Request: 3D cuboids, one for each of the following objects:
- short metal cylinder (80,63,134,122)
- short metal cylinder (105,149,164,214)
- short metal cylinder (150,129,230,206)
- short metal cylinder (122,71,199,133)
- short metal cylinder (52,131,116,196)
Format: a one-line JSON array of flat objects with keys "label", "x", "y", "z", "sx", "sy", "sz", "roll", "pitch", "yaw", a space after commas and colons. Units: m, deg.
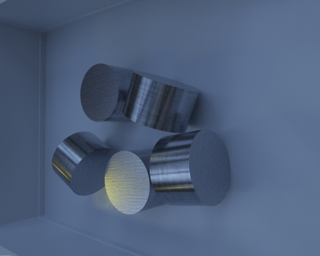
[{"label": "short metal cylinder", "x": -0.068, "y": -0.048, "z": 0.442, "sx": 0.080, "sy": 0.050, "sz": 0.079, "roll": 0, "pitch": 90, "yaw": 39}, {"label": "short metal cylinder", "x": -0.027, "y": 0.068, "z": 0.408, "sx": 0.080, "sy": 0.050, "sz": 0.079, "roll": 0, "pitch": 90, "yaw": 39}, {"label": "short metal cylinder", "x": 0.034, "y": 0.044, "z": 0.339, "sx": 0.050, "sy": 0.081, "sz": 0.080, "roll": -12, "pitch": 83, "yaw": 39}, {"label": "short metal cylinder", "x": 0.001, "y": -0.032, "z": 0.368, "sx": 0.080, "sy": 0.081, "sz": 0.050, "roll": 27, "pitch": 107, "yaw": 36}, {"label": "short metal cylinder", "x": -0.109, "y": 0.052, "z": 0.455, "sx": 0.050, "sy": 0.081, "sz": 0.079, "roll": 34, "pitch": 111, "yaw": 34}]
